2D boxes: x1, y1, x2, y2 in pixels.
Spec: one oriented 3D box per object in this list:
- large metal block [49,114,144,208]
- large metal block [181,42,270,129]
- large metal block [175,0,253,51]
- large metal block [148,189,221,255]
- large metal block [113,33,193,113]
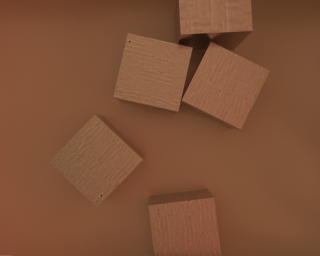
[{"bbox_3d":[-0.077,0.040,0.398,0.080,0.050,0.080,44,90,-1],"label":"large metal block"},{"bbox_3d":[0.080,-0.052,0.400,0.080,0.050,0.080,26,90,-1],"label":"large metal block"},{"bbox_3d":[0.062,-0.131,0.385,0.081,0.080,0.050,-3,90,-1],"label":"large metal block"},{"bbox_3d":[0.031,0.128,0.399,0.081,0.050,0.079,-7,90,-1],"label":"large metal block"},{"bbox_3d":[-0.008,-0.067,0.399,0.080,0.050,0.080,13,90,-1],"label":"large metal block"}]
